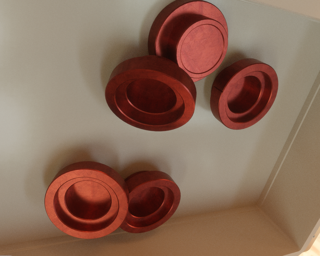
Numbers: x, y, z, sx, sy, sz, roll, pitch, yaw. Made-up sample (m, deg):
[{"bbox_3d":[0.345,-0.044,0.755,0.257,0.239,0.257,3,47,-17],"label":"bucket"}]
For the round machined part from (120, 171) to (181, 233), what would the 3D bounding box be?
[{"bbox_3d":[-0.023,0.101,0.449,0.099,0.042,0.097,-14,125,-21],"label":"round machined part"}]

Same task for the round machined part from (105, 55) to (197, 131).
[{"bbox_3d":[-0.008,-0.042,0.348,0.099,0.042,0.097,7,143,6],"label":"round machined part"}]

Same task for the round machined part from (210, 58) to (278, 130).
[{"bbox_3d":[0.111,-0.050,0.430,0.099,0.042,0.097,-14,125,-21],"label":"round machined part"}]

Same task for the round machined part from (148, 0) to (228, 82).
[{"bbox_3d":[0.039,-0.097,0.361,0.099,0.042,0.097,-14,125,-21],"label":"round machined part"}]

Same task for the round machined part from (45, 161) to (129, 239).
[{"bbox_3d":[-0.088,0.085,0.387,0.099,0.042,0.097,-1,109,-2],"label":"round machined part"}]
